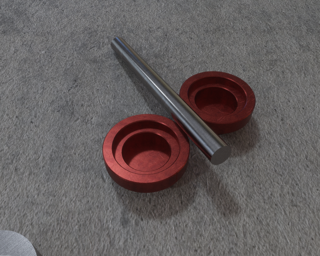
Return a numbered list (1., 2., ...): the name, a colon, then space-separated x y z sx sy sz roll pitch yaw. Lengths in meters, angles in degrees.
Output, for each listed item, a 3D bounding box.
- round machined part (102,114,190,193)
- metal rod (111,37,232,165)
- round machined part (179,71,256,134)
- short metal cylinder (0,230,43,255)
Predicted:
1. round machined part: -0.015 0.033 0.364 0.099 0.042 0.098 0 50 0
2. metal rod: -0.004 -0.057 0.418 0.025 0.025 0.300 -21 43 -17
3. round machined part: 0.074 -0.029 0.418 0.099 0.042 0.098 0 50 0
4. short metal cylinder: -0.141 0.138 0.270 0.081 0.050 0.080 0 50 0
